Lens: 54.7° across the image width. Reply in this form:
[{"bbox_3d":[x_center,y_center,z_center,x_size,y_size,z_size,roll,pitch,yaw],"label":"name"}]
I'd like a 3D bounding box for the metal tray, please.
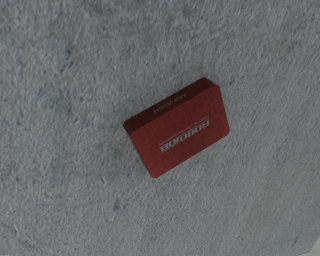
[{"bbox_3d":[0.027,0.001,0.420,0.131,0.030,0.090,-30,129,-9],"label":"metal tray"}]
